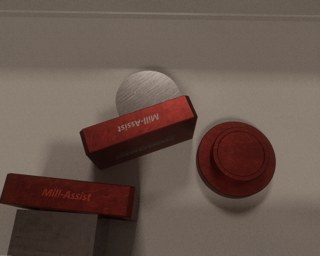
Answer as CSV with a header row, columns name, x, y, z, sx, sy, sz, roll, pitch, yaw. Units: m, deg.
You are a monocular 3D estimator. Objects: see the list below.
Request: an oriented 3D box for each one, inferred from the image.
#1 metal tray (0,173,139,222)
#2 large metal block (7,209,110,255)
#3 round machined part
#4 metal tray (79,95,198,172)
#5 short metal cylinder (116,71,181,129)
name,x,y,z,sx,sy,sz,roll,pitch,yaw
metal tray,-0.091,0.080,0.344,0.131,0.090,0.030,6,70,2
large metal block,-0.103,0.120,0.335,0.081,0.080,0.050,4,70,1
round machined part,0.097,0.037,0.388,0.099,0.042,0.098,0,70,-1
metal tray,-0.023,0.010,0.385,0.131,0.090,0.030,-19,70,-6
short metal cylinder,-0.014,-0.028,0.406,0.081,0.050,0.080,0,70,0
